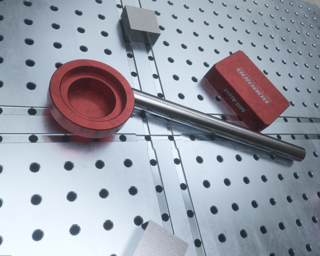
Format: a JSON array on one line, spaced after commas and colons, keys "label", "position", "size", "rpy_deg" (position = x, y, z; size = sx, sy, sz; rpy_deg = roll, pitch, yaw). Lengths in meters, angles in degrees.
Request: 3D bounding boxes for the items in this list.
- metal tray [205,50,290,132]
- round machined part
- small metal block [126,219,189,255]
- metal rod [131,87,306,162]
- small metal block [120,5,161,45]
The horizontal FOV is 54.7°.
[{"label": "metal tray", "position": [0.149, -0.064, 0.524], "size": [0.091, 0.030, 0.130], "rpy_deg": [-34, 81, -38]}, {"label": "round machined part", "position": [-0.084, -0.031, 0.371], "size": [0.099, 0.042, 0.098], "rpy_deg": [14, 56, -21]}, {"label": "small metal block", "position": [-0.005, 0.133, 0.324], "size": [0.050, 0.025, 0.050], "rpy_deg": [35, 51, -5]}, {"label": "metal rod", "position": [0.090, 0.000, 0.456], "size": [0.302, 0.025, 0.025], "rpy_deg": [18, 55, -18]}, {"label": "small metal block", "position": [-0.031, -0.163, 0.491], "size": [0.050, 0.025, 0.050], "rpy_deg": [0, 62, -28]}]
